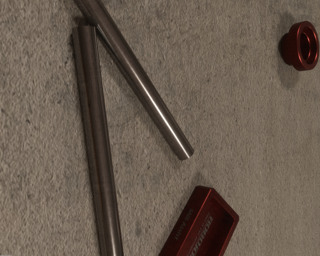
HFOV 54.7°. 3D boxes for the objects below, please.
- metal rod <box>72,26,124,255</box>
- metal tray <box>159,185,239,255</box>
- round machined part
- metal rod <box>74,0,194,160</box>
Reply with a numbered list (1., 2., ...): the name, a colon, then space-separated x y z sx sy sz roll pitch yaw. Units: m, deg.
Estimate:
1. metal rod: -0.067 0.040 0.350 0.025 0.025 0.298 -11 97 -40
2. metal tray: 0.060 0.163 0.454 0.090 0.030 0.130 48 61 -29
3. round machined part: 0.285 -0.165 0.636 0.099 0.042 0.097 0 90 -40
4. metal rod: -0.038 -0.076 0.374 0.025 0.025 0.299 -48 119 -29
